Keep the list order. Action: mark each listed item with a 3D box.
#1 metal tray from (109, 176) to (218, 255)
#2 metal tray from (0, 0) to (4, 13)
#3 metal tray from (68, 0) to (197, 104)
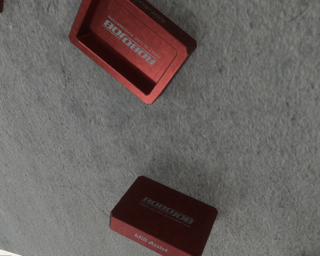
[{"bbox_3d":[0.007,0.128,0.439,0.130,0.090,0.030,22,126,15],"label":"metal tray"},{"bbox_3d":[-0.264,-0.220,0.404,0.130,0.030,0.089,36,129,4],"label":"metal tray"},{"bbox_3d":[-0.035,-0.100,0.358,0.130,0.030,0.089,39,129,1],"label":"metal tray"}]
